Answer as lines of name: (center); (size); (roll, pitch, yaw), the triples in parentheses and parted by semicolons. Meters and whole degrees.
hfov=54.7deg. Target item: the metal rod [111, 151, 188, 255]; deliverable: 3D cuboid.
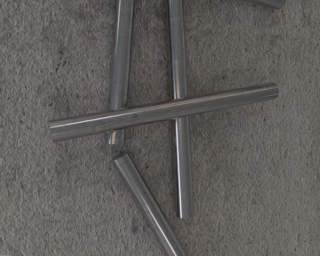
metal rod: (0.019, 0.164, 0.416); (0.025, 0.025, 0.299); (-31, 100, -17)

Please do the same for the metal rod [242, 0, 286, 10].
metal rod: (0.049, -0.199, 0.409); (0.303, 0.025, 0.025); (2, 90, -27)

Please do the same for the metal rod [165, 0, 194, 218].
metal rod: (0.027, -0.030, 0.418); (0.025, 0.025, 0.298); (-3, 91, -20)

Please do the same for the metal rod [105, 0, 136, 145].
metal rod: (-0.046, -0.129, 0.391); (0.025, 0.025, 0.298); (5, 89, -20)

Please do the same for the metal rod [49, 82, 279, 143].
metal rod: (0.021, -0.024, 0.388); (0.302, 0.025, 0.025); (-11, 94, -20)
